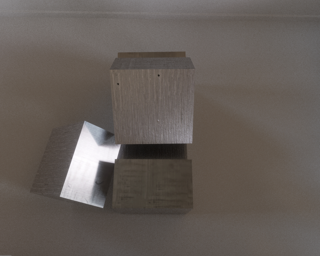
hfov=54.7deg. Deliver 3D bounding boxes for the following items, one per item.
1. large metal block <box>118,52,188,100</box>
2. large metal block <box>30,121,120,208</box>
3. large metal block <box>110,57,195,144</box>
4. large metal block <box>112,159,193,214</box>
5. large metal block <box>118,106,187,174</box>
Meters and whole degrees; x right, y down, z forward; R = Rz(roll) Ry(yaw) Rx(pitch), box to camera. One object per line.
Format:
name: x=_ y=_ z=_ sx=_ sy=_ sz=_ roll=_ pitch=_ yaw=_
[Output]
large metal block: x=-0.009 y=-0.054 z=0.397 sx=0.081 sy=0.080 sz=0.050 roll=-1 pitch=70 yaw=-1
large metal block: x=-0.096 y=0.042 z=0.353 sx=0.050 sy=0.080 sz=0.080 roll=28 pitch=66 yaw=-36
large metal block: x=-0.007 y=-0.030 z=0.330 sx=0.081 sy=0.079 sz=0.050 roll=-1 pitch=25 yaw=-1
large metal block: x=-0.007 y=0.069 z=0.352 sx=0.081 sy=0.080 sz=0.050 roll=0 pitch=70 yaw=0
large metal block: x=-0.009 y=0.013 z=0.392 sx=0.081 sy=0.050 sz=0.080 roll=-1 pitch=70 yaw=-1
